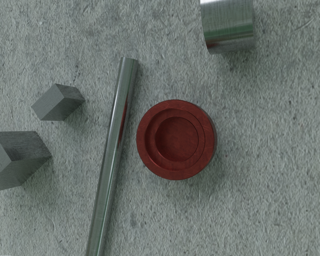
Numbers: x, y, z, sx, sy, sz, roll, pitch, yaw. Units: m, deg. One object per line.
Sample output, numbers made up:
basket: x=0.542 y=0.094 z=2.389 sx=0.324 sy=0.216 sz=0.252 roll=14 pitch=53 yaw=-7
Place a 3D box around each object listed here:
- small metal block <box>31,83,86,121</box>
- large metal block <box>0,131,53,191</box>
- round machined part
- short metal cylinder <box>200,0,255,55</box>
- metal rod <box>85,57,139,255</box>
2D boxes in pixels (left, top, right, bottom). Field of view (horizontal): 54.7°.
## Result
small metal block: x=-0.145 y=-0.036 z=0.445 sx=0.050 sy=0.050 sz=0.025 roll=-39 pitch=78 yaw=15
large metal block: x=-0.224 y=0.049 z=0.457 sx=0.080 sy=0.080 sz=0.050 roll=-41 pitch=78 yaw=15
round machined part: x=0.023 y=0.014 z=0.391 sx=0.098 sy=0.042 sz=0.097 roll=0 pitch=90 yaw=19
short metal cylinder: x=0.079 y=-0.127 z=0.351 sx=0.050 sy=0.080 sz=0.079 roll=-3 pitch=89 yaw=20
metal rod: x=-0.069 y=0.052 z=0.432 sx=0.025 sy=0.025 sz=0.298 roll=12 pitch=94 yaw=19
